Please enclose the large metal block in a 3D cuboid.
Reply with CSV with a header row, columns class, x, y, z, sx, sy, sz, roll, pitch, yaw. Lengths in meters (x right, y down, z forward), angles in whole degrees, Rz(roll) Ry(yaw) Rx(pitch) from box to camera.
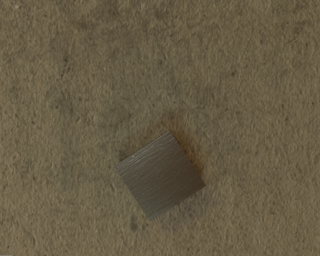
class,x,y,z,sx,sy,sz,roll,pitch,yaw
large metal block,0.000,0.058,0.398,0.080,0.050,0.080,-33,90,0
